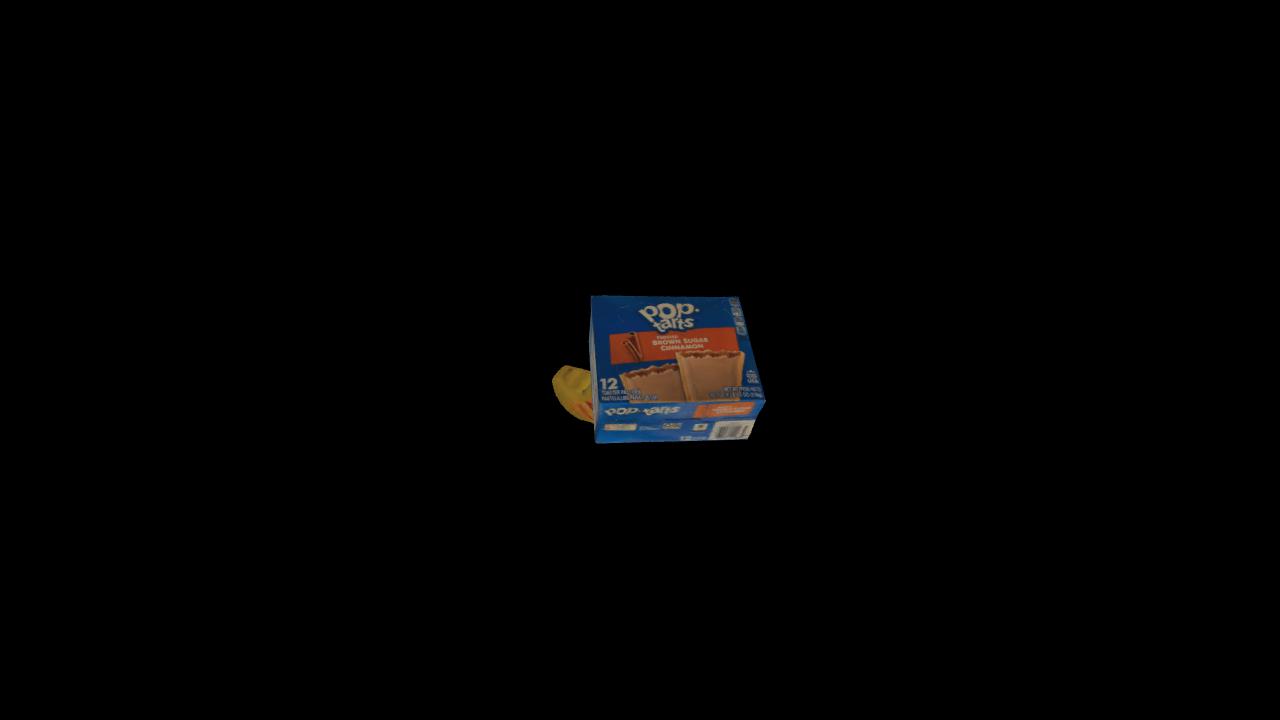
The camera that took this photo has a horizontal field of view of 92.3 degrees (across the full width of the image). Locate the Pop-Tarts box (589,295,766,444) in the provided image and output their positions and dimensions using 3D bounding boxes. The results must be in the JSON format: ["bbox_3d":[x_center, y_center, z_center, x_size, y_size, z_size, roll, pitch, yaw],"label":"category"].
[{"bbox_3d":[0.032,0.008,0.657,0.167,0.141,0.083,0,-37,-9],"label":"Pop-Tarts box"}]

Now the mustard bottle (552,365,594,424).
[{"bbox_3d":[-0.032,0.053,0.753,0.054,0.092,0.184,-45,29,-24],"label":"mustard bottle"}]
